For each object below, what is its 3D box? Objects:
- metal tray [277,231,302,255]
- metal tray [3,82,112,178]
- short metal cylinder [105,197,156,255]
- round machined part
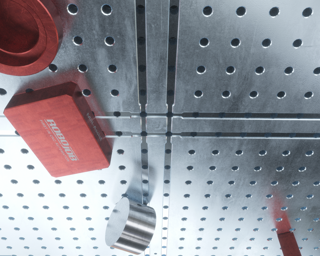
[{"bbox_3d":[0.268,0.276,0.606,0.030,0.090,0.130,-19,128,15],"label":"metal tray"},{"bbox_3d":[-0.129,0.008,0.414,0.090,0.030,0.129,-12,129,10],"label":"metal tray"},{"bbox_3d":[-0.049,0.162,0.513,0.050,0.080,0.080,27,125,-21],"label":"short metal cylinder"},{"bbox_3d":[-0.147,-0.105,0.310,0.099,0.042,0.097,0,130,0],"label":"round machined part"}]
